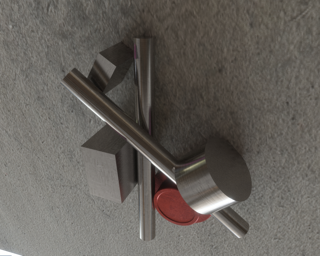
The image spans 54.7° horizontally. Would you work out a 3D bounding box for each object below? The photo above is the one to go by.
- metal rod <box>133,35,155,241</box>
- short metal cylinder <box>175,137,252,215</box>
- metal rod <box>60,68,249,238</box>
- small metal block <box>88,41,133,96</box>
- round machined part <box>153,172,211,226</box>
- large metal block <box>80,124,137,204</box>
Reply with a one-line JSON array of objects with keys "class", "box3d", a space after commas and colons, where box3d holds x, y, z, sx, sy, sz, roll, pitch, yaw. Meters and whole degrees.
[{"class": "metal rod", "box3d": [-0.019, 0.031, 0.416, 0.025, 0.025, 0.298, 11, 117, 22]}, {"class": "short metal cylinder", "box3d": [0.065, 0.058, 0.374, 0.080, 0.080, 0.050, 49, 129, -6]}, {"class": "metal rod", "box3d": [0.003, 0.039, 0.385, 0.300, 0.025, 0.025, 43, 130, -13]}, {"class": "small metal block", "box3d": [-0.059, -0.072, 0.377, 0.025, 0.050, 0.050, 39, 129, 2]}, {"class": "round machined part", "box3d": [0.030, 0.100, 0.443, 0.098, 0.042, 0.097, 13, 124, 20]}, {"class": "large metal block", "box3d": [-0.058, 0.042, 0.428, 0.050, 0.080, 0.079, 11, 123, 22]}]
